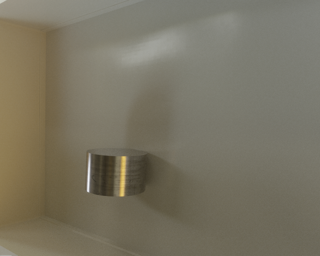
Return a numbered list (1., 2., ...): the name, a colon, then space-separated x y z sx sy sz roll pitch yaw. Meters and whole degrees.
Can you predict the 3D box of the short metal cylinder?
1. short metal cylinder: -0.059 0.057 0.417 0.080 0.081 0.050 5 94 39
